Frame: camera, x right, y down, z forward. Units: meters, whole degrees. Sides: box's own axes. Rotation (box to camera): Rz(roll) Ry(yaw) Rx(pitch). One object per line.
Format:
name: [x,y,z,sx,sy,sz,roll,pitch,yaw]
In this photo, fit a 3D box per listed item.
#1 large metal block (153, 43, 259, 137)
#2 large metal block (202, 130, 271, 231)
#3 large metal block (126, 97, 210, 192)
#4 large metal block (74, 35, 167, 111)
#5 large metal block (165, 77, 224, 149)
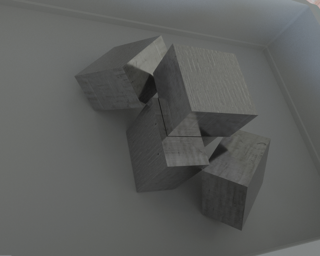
large metal block: [0.046,-0.038,0.332,0.081,0.050,0.080,2,61,-27]
large metal block: [0.090,0.059,0.371,0.050,0.080,0.080,18,45,26]
large metal block: [0.004,0.021,0.358,0.050,0.080,0.080,1,61,-28]
large metal block: [-0.040,-0.066,0.377,0.080,0.080,0.050,-51,127,-39]
large metal block: [0.041,-0.022,0.402,0.050,0.080,0.080,1,61,-28]
